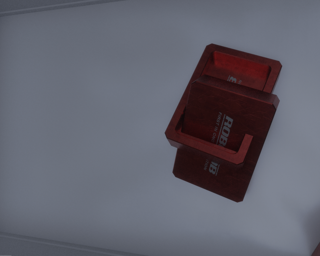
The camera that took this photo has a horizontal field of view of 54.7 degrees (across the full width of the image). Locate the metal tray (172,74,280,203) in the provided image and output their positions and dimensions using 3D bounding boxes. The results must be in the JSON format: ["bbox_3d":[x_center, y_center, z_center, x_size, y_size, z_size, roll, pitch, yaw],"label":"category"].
[{"bbox_3d":[0.071,0.014,0.356,0.090,0.030,0.129,20,121,18],"label":"metal tray"}]

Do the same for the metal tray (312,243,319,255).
[{"bbox_3d":[0.201,0.102,0.305,0.030,0.090,0.129,30,100,17],"label":"metal tray"}]

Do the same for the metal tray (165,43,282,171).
[{"bbox_3d":[0.073,-0.027,0.356,0.090,0.030,0.130,21,75,19],"label":"metal tray"}]
